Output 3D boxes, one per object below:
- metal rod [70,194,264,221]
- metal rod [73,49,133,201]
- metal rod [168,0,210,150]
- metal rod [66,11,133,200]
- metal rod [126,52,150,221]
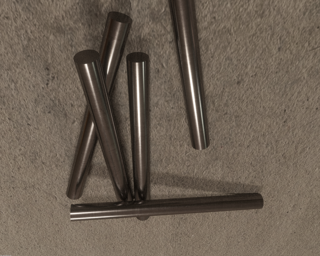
[{"bbox_3d":[0.017,0.123,0.486,0.302,0.025,0.025,-1,131,-11],"label":"metal rod"},{"bbox_3d":[-0.063,0.032,0.411,0.025,0.025,0.298,-3,137,2],"label":"metal rod"},{"bbox_3d":[0.029,-0.090,0.330,0.025,0.025,0.298,-8,130,6],"label":"metal rod"},{"bbox_3d":[-0.088,-0.004,0.402,0.025,0.025,0.298,14,129,-13],"label":"metal rod"},{"bbox_3d":[-0.027,0.036,0.437,0.025,0.025,0.298,0,130,-1],"label":"metal rod"}]
